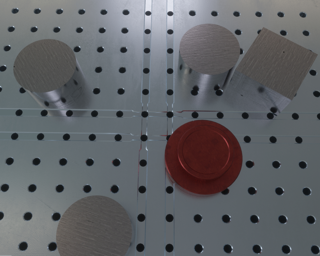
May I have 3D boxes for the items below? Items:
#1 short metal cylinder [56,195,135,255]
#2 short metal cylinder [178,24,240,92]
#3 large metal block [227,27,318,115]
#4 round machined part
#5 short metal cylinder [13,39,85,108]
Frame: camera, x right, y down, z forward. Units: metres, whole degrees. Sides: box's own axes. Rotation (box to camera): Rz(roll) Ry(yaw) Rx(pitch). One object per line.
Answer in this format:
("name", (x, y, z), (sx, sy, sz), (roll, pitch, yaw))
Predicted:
("short metal cylinder", (-0.070, 0.121, 0.354), (0.081, 0.050, 0.080), (0, 70, 0))
("short metal cylinder", (0.066, -0.097, 0.434), (0.081, 0.050, 0.080), (0, 70, 0))
("large metal block", (0.153, -0.078, 0.428), (0.080, 0.050, 0.080), (32, 73, 11))
("round machined part", (0.055, 0.034, 0.390), (0.099, 0.042, 0.098), (0, 70, 0))
("short metal cylinder", (-0.149, -0.073, 0.424), (0.081, 0.050, 0.080), (0, 70, 0))
